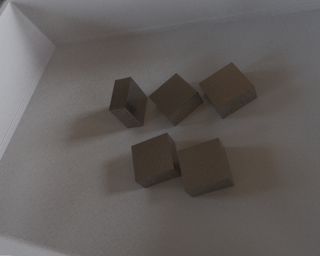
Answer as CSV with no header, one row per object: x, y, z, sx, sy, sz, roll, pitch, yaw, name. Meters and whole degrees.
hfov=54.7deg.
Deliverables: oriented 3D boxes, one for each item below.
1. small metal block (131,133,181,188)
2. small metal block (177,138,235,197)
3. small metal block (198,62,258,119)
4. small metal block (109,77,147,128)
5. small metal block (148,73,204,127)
-0.005,0.040,0.382,0.050,0.025,0.050,-21,54,15,small metal block
0.051,0.045,0.350,0.050,0.025,0.050,-19,54,16,small metal block
0.085,-0.047,0.390,0.050,0.025,0.050,-33,52,6,small metal block
-0.043,-0.035,0.432,0.025,0.050,0.050,-8,58,24,small metal block
0.021,-0.039,0.417,0.050,0.025,0.050,-41,51,0,small metal block
